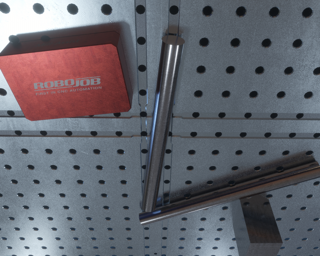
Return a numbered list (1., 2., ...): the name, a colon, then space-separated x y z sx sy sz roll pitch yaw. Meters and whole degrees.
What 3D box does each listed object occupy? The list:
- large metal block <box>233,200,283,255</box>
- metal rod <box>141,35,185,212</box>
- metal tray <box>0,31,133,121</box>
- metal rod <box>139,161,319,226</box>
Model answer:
1. large metal block: 0.164 0.181 0.531 0.050 0.080 0.079 0 130 0
2. metal rod: -0.002 0.019 0.427 0.025 0.025 0.298 5 130 -4
3. metal tray: -0.104 -0.057 0.359 0.131 0.030 0.089 -5 130 4
4. metal rod: 0.104 0.111 0.506 0.301 0.025 0.025 -20 127 16
